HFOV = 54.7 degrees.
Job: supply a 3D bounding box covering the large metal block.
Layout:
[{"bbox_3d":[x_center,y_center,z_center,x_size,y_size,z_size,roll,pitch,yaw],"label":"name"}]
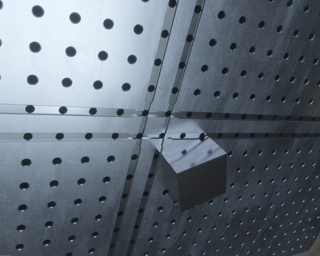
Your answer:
[{"bbox_3d":[0.052,0.069,0.469,0.081,0.050,0.079,-19,126,-18],"label":"large metal block"}]
